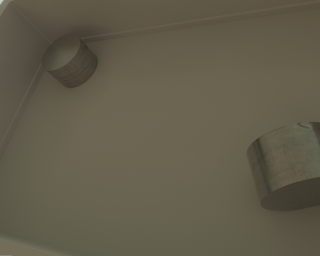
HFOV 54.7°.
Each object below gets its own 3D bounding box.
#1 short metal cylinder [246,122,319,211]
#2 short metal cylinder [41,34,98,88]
[{"bbox_3d":[0.125,0.038,0.281,0.080,0.080,0.050,-18,55,17],"label":"short metal cylinder"},{"bbox_3d":[-0.157,-0.117,0.542,0.080,0.050,0.080,-13,56,20],"label":"short metal cylinder"}]
